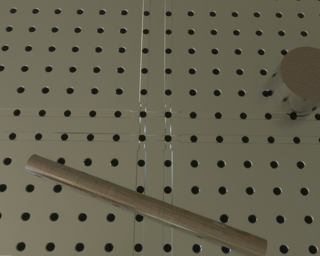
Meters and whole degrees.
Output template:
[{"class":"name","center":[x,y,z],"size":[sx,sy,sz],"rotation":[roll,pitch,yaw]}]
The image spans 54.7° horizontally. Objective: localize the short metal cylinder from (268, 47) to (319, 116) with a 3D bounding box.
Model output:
[{"class":"short metal cylinder","center":[0.196,-0.063,0.424],"size":[0.081,0.050,0.080],"rotation":[0,70,0]}]

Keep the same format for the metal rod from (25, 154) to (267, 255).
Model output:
[{"class":"metal rod","center":[-0.022,0.093,0.377],"size":[0.301,0.025,0.025],"rotation":[19,71,6]}]
